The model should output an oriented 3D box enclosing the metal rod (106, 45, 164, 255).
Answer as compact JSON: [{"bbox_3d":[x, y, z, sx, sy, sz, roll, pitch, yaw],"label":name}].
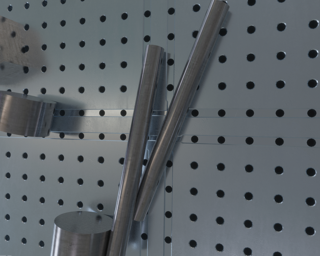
[{"bbox_3d":[-0.034,0.039,0.407,0.025,0.025,0.298,9,87,19],"label":"metal rod"}]

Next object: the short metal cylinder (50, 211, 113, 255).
[{"bbox_3d":[-0.104,0.151,0.420,0.080,0.080,0.050,9,93,19],"label":"short metal cylinder"}]

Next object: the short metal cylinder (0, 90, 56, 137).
[{"bbox_3d":[-0.198,-0.021,0.453,0.080,0.080,0.050,15,95,19],"label":"short metal cylinder"}]

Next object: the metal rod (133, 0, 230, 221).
[{"bbox_3d":[0.021,-0.017,0.405,0.025,0.025,0.298,24,98,18],"label":"metal rod"}]

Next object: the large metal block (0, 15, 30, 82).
[{"bbox_3d":[-0.267,-0.123,0.493,0.080,0.050,0.080,-19,84,19],"label":"large metal block"}]
